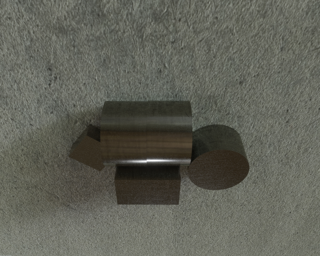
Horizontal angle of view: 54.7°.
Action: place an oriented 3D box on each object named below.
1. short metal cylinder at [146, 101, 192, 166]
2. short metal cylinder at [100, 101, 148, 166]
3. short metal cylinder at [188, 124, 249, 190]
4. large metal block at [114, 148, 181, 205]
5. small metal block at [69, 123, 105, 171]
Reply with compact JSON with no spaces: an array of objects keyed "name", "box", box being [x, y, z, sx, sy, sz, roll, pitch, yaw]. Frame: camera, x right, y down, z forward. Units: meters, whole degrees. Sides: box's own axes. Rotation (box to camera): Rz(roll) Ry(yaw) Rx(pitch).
[{"name":"short metal cylinder","box":[0.010,0.006,0.379,0.050,0.080,0.079,1,130,-1]},{"name":"short metal cylinder","box":[-0.040,0.007,0.379,0.050,0.080,0.079,1,130,-1]},{"name":"short metal cylinder","box":[0.077,0.041,0.427,0.081,0.050,0.079,0,130,0]},{"name":"large metal block","box":[-0.015,0.056,0.421,0.081,0.080,0.050,1,130,-1]},{"name":"small metal block","box":[-0.090,0.028,0.432,0.050,0.025,0.050,30,124,-24]}]
